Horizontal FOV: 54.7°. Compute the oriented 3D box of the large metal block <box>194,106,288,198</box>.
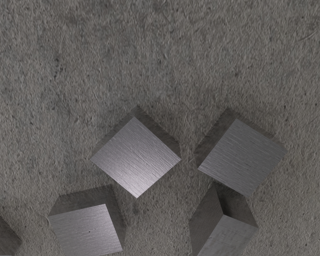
[{"bbox_3d":[0.103,0.031,0.409,0.080,0.050,0.080,31,107,-11],"label":"large metal block"}]

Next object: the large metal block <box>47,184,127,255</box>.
[{"bbox_3d":[-0.101,0.136,0.446,0.080,0.050,0.080,-14,110,5],"label":"large metal block"}]

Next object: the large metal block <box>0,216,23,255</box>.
[{"bbox_3d":[-0.270,0.172,0.457,0.080,0.050,0.080,-27,108,9],"label":"large metal block"}]

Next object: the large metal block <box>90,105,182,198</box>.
[{"bbox_3d":[-0.030,0.030,0.407,0.080,0.050,0.080,-43,105,14],"label":"large metal block"}]

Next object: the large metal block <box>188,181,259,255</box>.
[{"bbox_3d":[0.083,0.135,0.431,0.050,0.080,0.080,24,108,-9],"label":"large metal block"}]
